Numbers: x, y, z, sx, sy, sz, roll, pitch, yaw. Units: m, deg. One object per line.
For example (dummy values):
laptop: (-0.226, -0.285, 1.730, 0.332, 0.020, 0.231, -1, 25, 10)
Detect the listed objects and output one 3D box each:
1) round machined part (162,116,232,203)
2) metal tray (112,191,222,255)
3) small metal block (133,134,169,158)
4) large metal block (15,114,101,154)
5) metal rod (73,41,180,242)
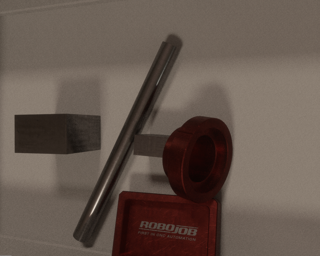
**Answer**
round machined part: (0.041, 0.034, 0.361, 0.042, 0.099, 0.097, 11, 94, 42)
metal tray: (0.008, 0.130, 0.392, 0.130, 0.030, 0.090, 1, 75, 19)
small metal block: (0.000, 0.022, 0.396, 0.050, 0.050, 0.025, 4, 91, 19)
large metal block: (-0.138, 0.007, 0.429, 0.080, 0.080, 0.050, 0, 90, 19)
metal rod: (-0.050, 0.025, 0.426, 0.025, 0.025, 0.298, 29, 99, 17)
